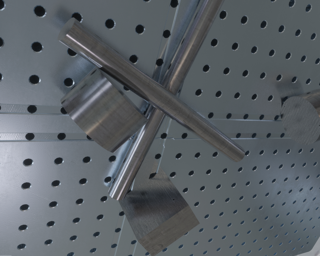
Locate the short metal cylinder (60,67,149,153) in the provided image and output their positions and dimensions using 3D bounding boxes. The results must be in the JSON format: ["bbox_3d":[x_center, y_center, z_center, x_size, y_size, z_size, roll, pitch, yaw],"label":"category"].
[{"bbox_3d":[-0.058,-0.020,0.332,0.050,0.080,0.080,-43,130,1],"label":"short metal cylinder"}]

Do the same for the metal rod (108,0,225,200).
[{"bbox_3d":[0.003,-0.034,0.392,0.025,0.025,0.298,15,111,-34],"label":"metal rod"}]

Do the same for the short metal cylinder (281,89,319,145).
[{"bbox_3d":[0.243,-0.018,0.498,0.050,0.080,0.079,-17,125,-19],"label":"short metal cylinder"}]

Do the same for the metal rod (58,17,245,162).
[{"bbox_3d":[0.016,-0.025,0.370,0.301,0.025,0.025,33,100,-38],"label":"metal rod"}]

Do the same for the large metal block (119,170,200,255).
[{"bbox_3d":[-0.003,0.121,0.449,0.080,0.080,0.050,-34,129,-6],"label":"large metal block"}]
